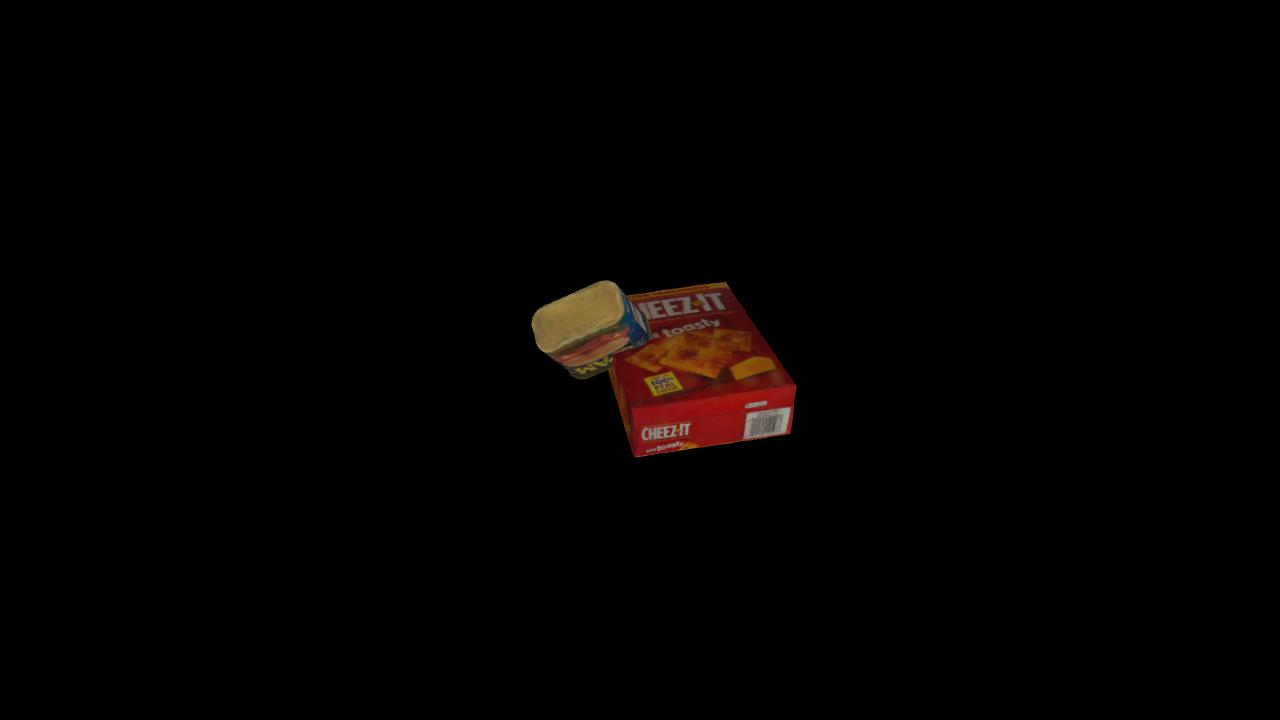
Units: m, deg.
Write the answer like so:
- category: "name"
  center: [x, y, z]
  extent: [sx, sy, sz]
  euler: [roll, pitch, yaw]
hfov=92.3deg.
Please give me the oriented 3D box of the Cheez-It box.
- category: "Cheez-It box"
  center: [0.050, 0.000, 0.674]
  extent: [0.166, 0.071, 0.223]
  euler: [-7, 35, -9]

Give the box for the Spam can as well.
- category: "Spam can"
  center: [-0.048, -0.030, 0.633]
  extent: [0.101, 0.058, 0.085]
  euler: [-23, -25, 10]
